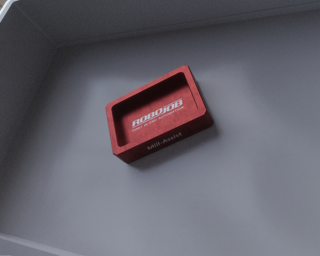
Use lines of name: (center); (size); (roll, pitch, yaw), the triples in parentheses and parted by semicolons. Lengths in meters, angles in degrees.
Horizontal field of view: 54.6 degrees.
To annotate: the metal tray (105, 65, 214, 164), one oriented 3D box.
metal tray: (-0.005, -0.018, 0.413); (0.130, 0.030, 0.090); (-25, 53, 12)
